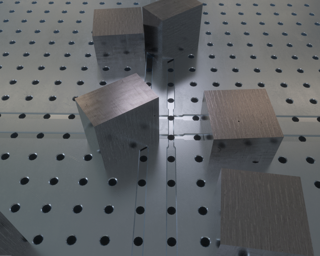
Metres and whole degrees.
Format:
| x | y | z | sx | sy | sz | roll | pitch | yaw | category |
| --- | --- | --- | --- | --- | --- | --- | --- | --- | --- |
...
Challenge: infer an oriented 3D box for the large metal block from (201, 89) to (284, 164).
| x | y | z | sx | sy | sz | roll | pitch | yaw | category |
| --- | --- | --- | --- | --- | --- | --- | --- | --- | --- |
| 0.099 | -0.003 | 0.395 | 0.080 | 0.050 | 0.080 | -2 | 50 | -2 | large metal block |

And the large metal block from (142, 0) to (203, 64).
| x | y | z | sx | sy | sz | roll | pitch | yaw | category |
| --- | --- | --- | --- | --- | --- | --- | --- | --- | --- |
| 0.020 | -0.165 | 0.511 | 0.080 | 0.080 | 0.050 | -31 | 57 | -23 | large metal block |

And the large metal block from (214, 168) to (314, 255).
| x | y | z | sx | sy | sz | roll | pitch | yaw | category |
| --- | --- | --- | --- | --- | --- | --- | --- | --- | --- |
| 0.099 | 0.092 | 0.315 | 0.080 | 0.050 | 0.080 | 6 | 50 | 5 | large metal block |

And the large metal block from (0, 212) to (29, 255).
| x | y | z | sx | sy | sz | roll | pitch | yaw | category |
| --- | --- | --- | --- | --- | --- | --- | --- | --- | --- |
| -0.170 | 0.120 | 0.271 | 0.050 | 0.080 | 0.080 | 10 | 51 | 8 | large metal block |

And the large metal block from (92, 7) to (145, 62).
| x | y | z | sx | sy | sz | roll | pitch | yaw | category |
| --- | --- | --- | --- | --- | --- | --- | --- | --- | --- |
| -0.069 | -0.159 | 0.525 | 0.080 | 0.050 | 0.080 | -5 | 50 | -4 | large metal block |

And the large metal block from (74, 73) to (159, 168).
| x | y | z | sx | sy | sz | roll | pitch | yaw | category |
| --- | --- | --- | --- | --- | --- | --- | --- | --- | --- |
| -0.048 | -0.009 | 0.379 | 0.080 | 0.080 | 0.050 | -27 | 55 | -21 | large metal block |
